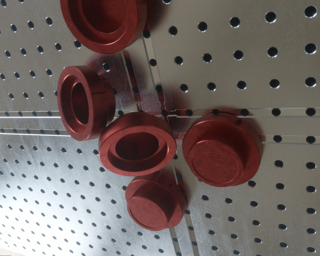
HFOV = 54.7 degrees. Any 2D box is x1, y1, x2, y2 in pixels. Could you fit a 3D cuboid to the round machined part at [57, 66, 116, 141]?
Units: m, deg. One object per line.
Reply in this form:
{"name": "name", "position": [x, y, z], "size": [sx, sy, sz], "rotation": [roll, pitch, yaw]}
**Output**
{"name": "round machined part", "position": [-0.095, -0.034, 0.411], "size": [0.098, 0.042, 0.097], "rotation": [15, 111, 46]}

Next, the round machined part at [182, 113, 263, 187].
{"name": "round machined part", "position": [0.073, 0.034, 0.382], "size": [0.098, 0.042, 0.097], "rotation": [13, 124, 20]}

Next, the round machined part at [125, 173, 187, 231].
{"name": "round machined part", "position": [-0.012, 0.120, 0.479], "size": [0.098, 0.042, 0.097], "rotation": [13, 124, 20]}

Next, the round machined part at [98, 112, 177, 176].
{"name": "round machined part", "position": [-0.031, 0.017, 0.406], "size": [0.099, 0.042, 0.097], "rotation": [-7, 135, -7]}

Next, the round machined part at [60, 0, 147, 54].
{"name": "round machined part", "position": [-0.058, -0.136, 0.345], "size": [0.098, 0.042, 0.097], "rotation": [13, 124, 20]}
